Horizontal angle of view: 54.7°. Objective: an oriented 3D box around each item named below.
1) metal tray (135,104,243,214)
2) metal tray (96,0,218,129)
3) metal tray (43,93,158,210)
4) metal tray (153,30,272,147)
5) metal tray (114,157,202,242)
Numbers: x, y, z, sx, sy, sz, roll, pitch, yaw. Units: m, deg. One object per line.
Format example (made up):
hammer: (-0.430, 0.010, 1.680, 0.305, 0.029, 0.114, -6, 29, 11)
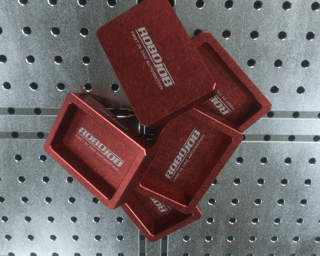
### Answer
metal tray: (0.031, 0.037, 0.393, 0.090, 0.030, 0.129, 27, 108, -10)
metal tray: (-0.005, -0.075, 0.351, 0.090, 0.030, 0.130, -29, 78, 9)
metal tray: (-0.078, 0.026, 0.386, 0.130, 0.030, 0.089, 36, 108, 19)
metal tray: (0.065, -0.046, 0.394, 0.090, 0.030, 0.130, -42, 106, 13)
metal tray: (-0.011, 0.093, 0.445, 0.090, 0.030, 0.130, -31, 108, 10)
